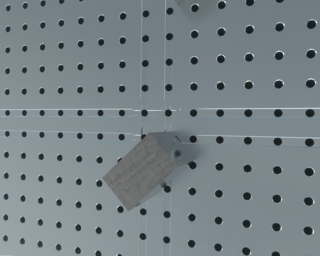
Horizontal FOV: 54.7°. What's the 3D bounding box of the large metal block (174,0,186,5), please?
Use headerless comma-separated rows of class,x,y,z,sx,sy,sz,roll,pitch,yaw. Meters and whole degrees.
large metal block,0.016,-0.212,0.377,0.050,0.080,0.080,-27,81,18

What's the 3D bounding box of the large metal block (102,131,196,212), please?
large metal block,-0.010,0.050,0.386,0.080,0.080,0.050,-44,77,14
